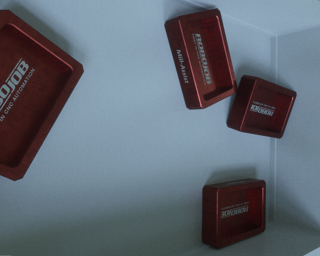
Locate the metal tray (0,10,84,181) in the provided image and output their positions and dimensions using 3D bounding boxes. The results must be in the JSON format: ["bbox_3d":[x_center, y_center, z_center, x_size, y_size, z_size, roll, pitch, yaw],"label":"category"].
[{"bbox_3d":[-0.140,-0.028,0.285,0.090,0.030,0.130,37,67,-34],"label":"metal tray"}]

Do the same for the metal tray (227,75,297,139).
[{"bbox_3d":[0.179,-0.033,0.537,0.131,0.030,0.089,9,101,-40],"label":"metal tray"}]

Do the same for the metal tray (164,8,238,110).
[{"bbox_3d":[0.064,-0.101,0.456,0.091,0.030,0.129,-27,107,-37],"label":"metal tray"}]

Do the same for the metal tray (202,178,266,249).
[{"bbox_3d":[0.124,0.134,0.507,0.131,0.030,0.089,1,90,-40],"label":"metal tray"}]
